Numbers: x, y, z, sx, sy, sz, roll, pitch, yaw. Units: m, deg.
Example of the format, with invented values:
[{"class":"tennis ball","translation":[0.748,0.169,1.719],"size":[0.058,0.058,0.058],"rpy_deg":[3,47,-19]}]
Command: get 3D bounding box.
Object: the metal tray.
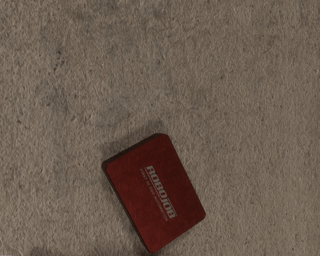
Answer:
[{"class":"metal tray","translation":[-0.007,0.082,0.405],"size":[0.091,0.030,0.129],"rpy_deg":[-29,100,-18]}]
